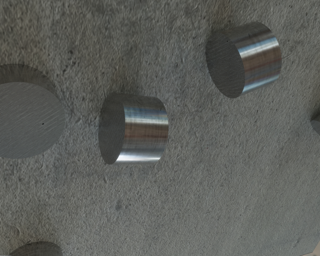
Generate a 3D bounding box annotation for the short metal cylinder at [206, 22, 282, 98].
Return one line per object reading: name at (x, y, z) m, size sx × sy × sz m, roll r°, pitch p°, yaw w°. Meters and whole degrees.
short metal cylinder at (0.098, -0.082, 0.374) m, size 0.050 × 0.080 × 0.080 m, roll -22°, pitch 127°, yaw -15°

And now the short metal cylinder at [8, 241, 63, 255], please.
short metal cylinder at (-0.170, 0.204, 0.424) m, size 0.081 × 0.050 × 0.079 m, roll -14°, pitch 124°, yaw -21°

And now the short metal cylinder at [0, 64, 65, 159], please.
short metal cylinder at (-0.139, -0.017, 0.304) m, size 0.081 × 0.050 × 0.079 m, roll -14°, pitch 124°, yaw -21°

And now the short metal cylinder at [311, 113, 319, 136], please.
short metal cylinder at (0.316, -0.003, 0.542) m, size 0.050 × 0.080 × 0.080 m, roll -45°, pitch 129°, yaw 3°

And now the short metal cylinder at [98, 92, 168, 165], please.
short metal cylinder at (-0.033, 0.002, 0.354) m, size 0.050 × 0.080 × 0.079 m, roll 4°, pitch 117°, yaw -30°
